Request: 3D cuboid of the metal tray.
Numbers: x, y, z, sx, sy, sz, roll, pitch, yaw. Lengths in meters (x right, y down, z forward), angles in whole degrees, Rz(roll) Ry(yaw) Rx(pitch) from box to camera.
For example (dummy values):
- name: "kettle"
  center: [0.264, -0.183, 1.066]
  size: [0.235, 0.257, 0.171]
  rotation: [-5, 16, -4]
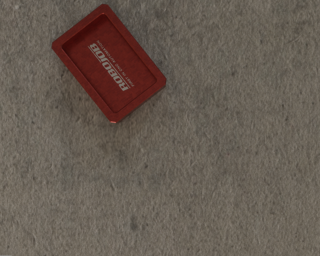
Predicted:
- name: "metal tray"
  center: [-0.064, -0.082, 0.406]
  size: [0.090, 0.030, 0.130]
  rotation: [-38, 90, 0]
